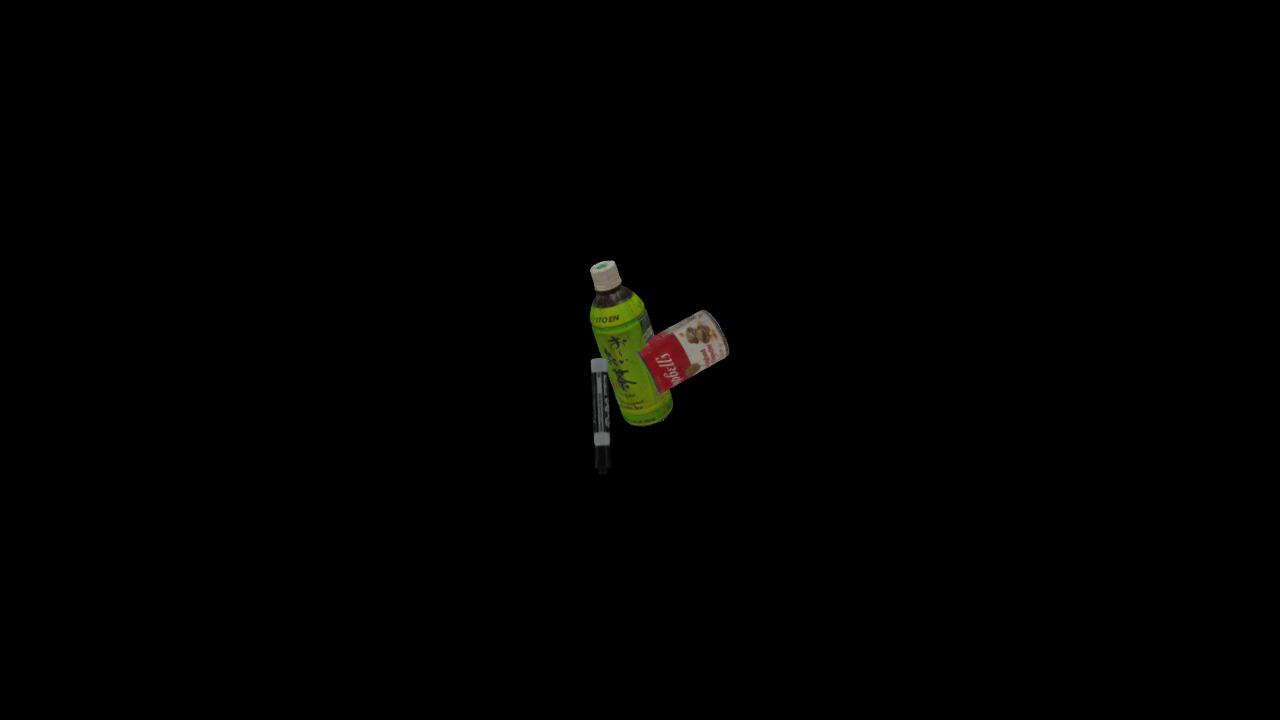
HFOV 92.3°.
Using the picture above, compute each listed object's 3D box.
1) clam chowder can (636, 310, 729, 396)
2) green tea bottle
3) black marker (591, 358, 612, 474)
[{"bbox_3d":[0.048,-0.010,0.746,0.102,0.068,0.068,-29,5,-8],"label":"clam chowder can"},{"bbox_3d":[-0.015,-0.020,0.747,0.073,0.212,0.073,-12,29,7],"label":"green tea bottle"},{"bbox_3d":[-0.041,0.058,0.646,0.020,0.121,0.020,-3,-13,-1],"label":"black marker"}]
